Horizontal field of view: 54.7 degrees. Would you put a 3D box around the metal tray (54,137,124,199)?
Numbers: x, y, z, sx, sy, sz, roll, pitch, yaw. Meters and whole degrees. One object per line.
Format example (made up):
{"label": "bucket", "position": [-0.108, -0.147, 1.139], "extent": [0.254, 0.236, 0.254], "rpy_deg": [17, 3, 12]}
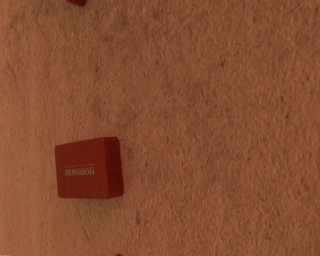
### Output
{"label": "metal tray", "position": [-0.117, 0.065, 0.496], "extent": [0.130, 0.030, 0.089], "rpy_deg": [-10, 84, 39]}

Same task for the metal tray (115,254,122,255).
{"label": "metal tray", "position": [-0.087, 0.262, 0.470], "extent": [0.129, 0.030, 0.090], "rpy_deg": [-44, 64, 30]}

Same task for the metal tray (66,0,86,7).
{"label": "metal tray", "position": [-0.132, -0.281, 0.508], "extent": [0.090, 0.030, 0.129], "rpy_deg": [50, 119, 28]}
